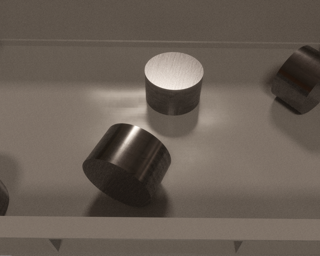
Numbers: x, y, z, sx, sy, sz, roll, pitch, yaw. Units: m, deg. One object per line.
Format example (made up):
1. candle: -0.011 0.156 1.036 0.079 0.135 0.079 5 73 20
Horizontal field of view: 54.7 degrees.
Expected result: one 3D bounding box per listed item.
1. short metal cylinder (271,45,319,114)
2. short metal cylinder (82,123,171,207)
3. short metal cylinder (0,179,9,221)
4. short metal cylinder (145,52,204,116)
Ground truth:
1. short metal cylinder: 0.202 -0.066 0.428 0.081 0.080 0.050 -30 57 -23
2. short metal cylinder: -0.035 0.041 0.335 0.080 0.080 0.050 20 53 15
3. short metal cylinder: -0.210 0.073 0.324 0.081 0.050 0.080 0 50 0
4. short metal cylinder: 0.019 -0.064 0.443 0.081 0.050 0.080 0 50 0
